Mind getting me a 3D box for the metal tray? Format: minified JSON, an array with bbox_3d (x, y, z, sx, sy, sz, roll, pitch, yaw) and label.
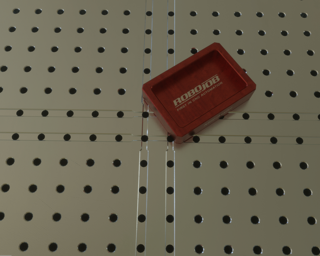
[{"bbox_3d":[0.053,-0.050,0.427,0.131,0.030,0.090,-32,73,-11],"label":"metal tray"}]
